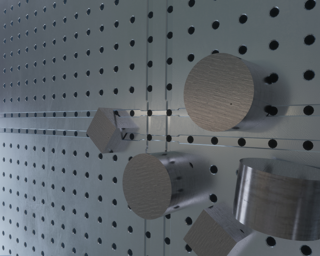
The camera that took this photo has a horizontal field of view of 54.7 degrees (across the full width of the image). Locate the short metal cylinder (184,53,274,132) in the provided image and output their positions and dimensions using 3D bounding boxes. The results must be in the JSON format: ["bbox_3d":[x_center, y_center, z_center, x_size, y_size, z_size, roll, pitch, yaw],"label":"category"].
[{"bbox_3d":[0.073,-0.036,0.333,0.080,0.050,0.079,0,90,40],"label":"short metal cylinder"}]

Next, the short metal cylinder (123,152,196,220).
[{"bbox_3d":[-0.002,0.071,0.394,0.080,0.050,0.079,0,90,40],"label":"short metal cylinder"}]

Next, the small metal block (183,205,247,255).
[{"bbox_3d":[0.062,0.127,0.358,0.050,0.025,0.050,42,116,31],"label":"small metal block"}]

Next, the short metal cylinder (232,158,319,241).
[{"bbox_3d":[0.110,0.060,0.283,0.080,0.081,0.050,11,97,39],"label":"short metal cylinder"}]

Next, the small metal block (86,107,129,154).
[{"bbox_3d":[-0.082,0.004,0.477,0.050,0.025,0.050,47,118,30],"label":"small metal block"}]
